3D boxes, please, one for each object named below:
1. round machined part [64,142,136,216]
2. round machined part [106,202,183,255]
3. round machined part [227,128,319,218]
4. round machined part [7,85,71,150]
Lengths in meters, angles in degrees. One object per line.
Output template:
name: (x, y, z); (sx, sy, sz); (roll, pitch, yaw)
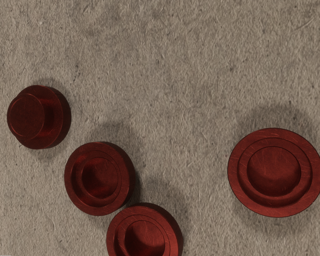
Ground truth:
round machined part: (-0.078, 0.067, 0.426); (0.098, 0.042, 0.097); (0, 90, 19)
round machined part: (-0.017, 0.146, 0.405); (0.098, 0.042, 0.097); (0, 90, 19)
round machined part: (0.130, 0.048, 0.354); (0.098, 0.042, 0.097); (0, 90, 19)
round machined part: (-0.187, -0.016, 0.464); (0.098, 0.042, 0.097); (0, 90, 19)
